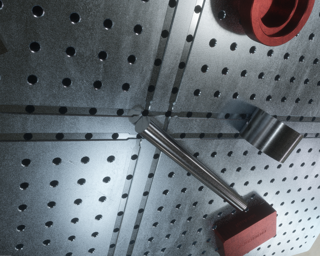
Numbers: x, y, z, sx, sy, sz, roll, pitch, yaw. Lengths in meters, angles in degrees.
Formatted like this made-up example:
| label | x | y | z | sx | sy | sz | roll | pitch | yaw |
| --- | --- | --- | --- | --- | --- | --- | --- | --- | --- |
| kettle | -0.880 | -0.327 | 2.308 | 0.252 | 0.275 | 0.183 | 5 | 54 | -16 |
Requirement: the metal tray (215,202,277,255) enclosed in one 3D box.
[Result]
| label | x | y | z | sx | sy | sz | roll | pitch | yaw |
| --- | --- | --- | --- | --- | --- | --- | --- | --- | --- |
| metal tray | 0.182 | 0.220 | 0.647 | 0.131 | 0.030 | 0.090 | -25 | 128 | -13 |

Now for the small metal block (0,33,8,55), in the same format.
| label | x | y | z | sx | sy | sz | roll | pitch | yaw |
| --- | --- | --- | --- | --- | --- | --- | --- | --- | --- |
| small metal block | -0.170 | -0.082 | 0.268 | 0.050 | 0.025 | 0.050 | -27 | 128 | -12 |

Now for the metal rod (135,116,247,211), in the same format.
| label | x | y | z | sx | sy | sz | roll | pitch | yaw |
| --- | --- | --- | --- | --- | --- | --- | --- | --- | --- |
| metal rod | 0.066 | 0.071 | 0.492 | 0.025 | 0.025 | 0.301 | -46 | 130 | 4 |

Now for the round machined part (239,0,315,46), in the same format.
| label | x | y | z | sx | sy | sz | roll | pitch | yaw |
| --- | --- | --- | --- | --- | --- | --- | --- | --- | --- |
| round machined part | 0.139 | -0.155 | 0.382 | 0.099 | 0.042 | 0.097 | -14 | 125 | -21 |

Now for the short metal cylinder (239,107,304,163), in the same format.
| label | x | y | z | sx | sy | sz | roll | pitch | yaw |
| --- | --- | --- | --- | --- | --- | --- | --- | --- | --- |
| short metal cylinder | 0.171 | 0.010 | 0.478 | 0.080 | 0.080 | 0.050 | 23 | 106 | -37 |
